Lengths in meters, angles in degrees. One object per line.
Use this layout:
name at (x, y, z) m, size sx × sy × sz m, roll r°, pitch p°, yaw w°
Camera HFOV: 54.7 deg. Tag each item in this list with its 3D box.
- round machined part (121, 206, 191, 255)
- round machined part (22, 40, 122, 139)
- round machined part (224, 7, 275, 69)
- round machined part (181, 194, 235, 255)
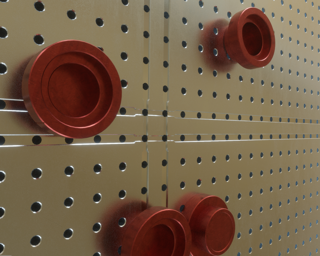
round machined part at (-0.009, 0.148, 0.393) m, size 0.099 × 0.042 × 0.097 m, roll 0°, pitch 90°, yaw -40°
round machined part at (-0.092, -0.038, 0.322) m, size 0.099 × 0.042 × 0.097 m, roll 0°, pitch 90°, yaw -40°
round machined part at (0.147, -0.147, 0.520) m, size 0.099 × 0.042 × 0.097 m, roll 2°, pitch 87°, yaw -36°
round machined part at (0.075, 0.151, 0.464) m, size 0.099 × 0.042 × 0.097 m, roll 0°, pitch 90°, yaw -40°
